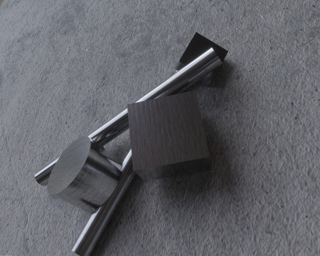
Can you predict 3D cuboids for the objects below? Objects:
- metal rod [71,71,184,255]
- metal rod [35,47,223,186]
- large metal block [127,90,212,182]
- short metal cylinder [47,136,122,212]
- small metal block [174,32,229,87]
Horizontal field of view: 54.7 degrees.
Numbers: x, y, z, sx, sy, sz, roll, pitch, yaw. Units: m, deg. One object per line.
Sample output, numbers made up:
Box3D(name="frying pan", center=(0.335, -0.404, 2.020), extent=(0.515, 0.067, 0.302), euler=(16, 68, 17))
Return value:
Box3D(name="metal rod", center=(-0.022, 0.022, 0.403), extent=(0.025, 0.025, 0.300), euler=(19, 71, 35))
Box3D(name="metal rod", center=(-0.051, -0.008, 0.414), extent=(0.300, 0.025, 0.025), euler=(-34, 51, 14))
Box3D(name="large metal block", center=(0.011, 0.011, 0.358), extent=(0.080, 0.050, 0.080), euler=(-11, 65, 7))
Box3D(name="short metal cylinder", center=(-0.094, 0.057, 0.387), extent=(0.080, 0.050, 0.080), euler=(-33, 35, 27))
Box3D(name="small metal block", center=(0.055, -0.091, 0.416), extent=(0.050, 0.025, 0.050), euler=(30, 74, -3))
